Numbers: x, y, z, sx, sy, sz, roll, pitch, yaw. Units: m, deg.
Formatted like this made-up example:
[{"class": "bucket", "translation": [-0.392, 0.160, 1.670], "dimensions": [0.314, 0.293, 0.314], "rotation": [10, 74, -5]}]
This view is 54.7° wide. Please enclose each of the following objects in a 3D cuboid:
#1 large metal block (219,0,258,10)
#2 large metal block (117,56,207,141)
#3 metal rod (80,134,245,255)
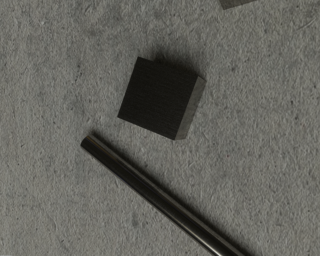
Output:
[{"class": "large metal block", "translation": [0.103, -0.196, 0.359], "dimensions": [0.080, 0.050, 0.080], "rotation": [-10, 87, 19]}, {"class": "large metal block", "translation": [0.003, -0.037, 0.394], "dimensions": [0.080, 0.050, 0.080], "rotation": [22, 97, 18]}, {"class": "metal rod", "translation": [0.012, 0.104, 0.404], "dimensions": [0.300, 0.025, 0.025], "rotation": [36, 102, 16]}]
